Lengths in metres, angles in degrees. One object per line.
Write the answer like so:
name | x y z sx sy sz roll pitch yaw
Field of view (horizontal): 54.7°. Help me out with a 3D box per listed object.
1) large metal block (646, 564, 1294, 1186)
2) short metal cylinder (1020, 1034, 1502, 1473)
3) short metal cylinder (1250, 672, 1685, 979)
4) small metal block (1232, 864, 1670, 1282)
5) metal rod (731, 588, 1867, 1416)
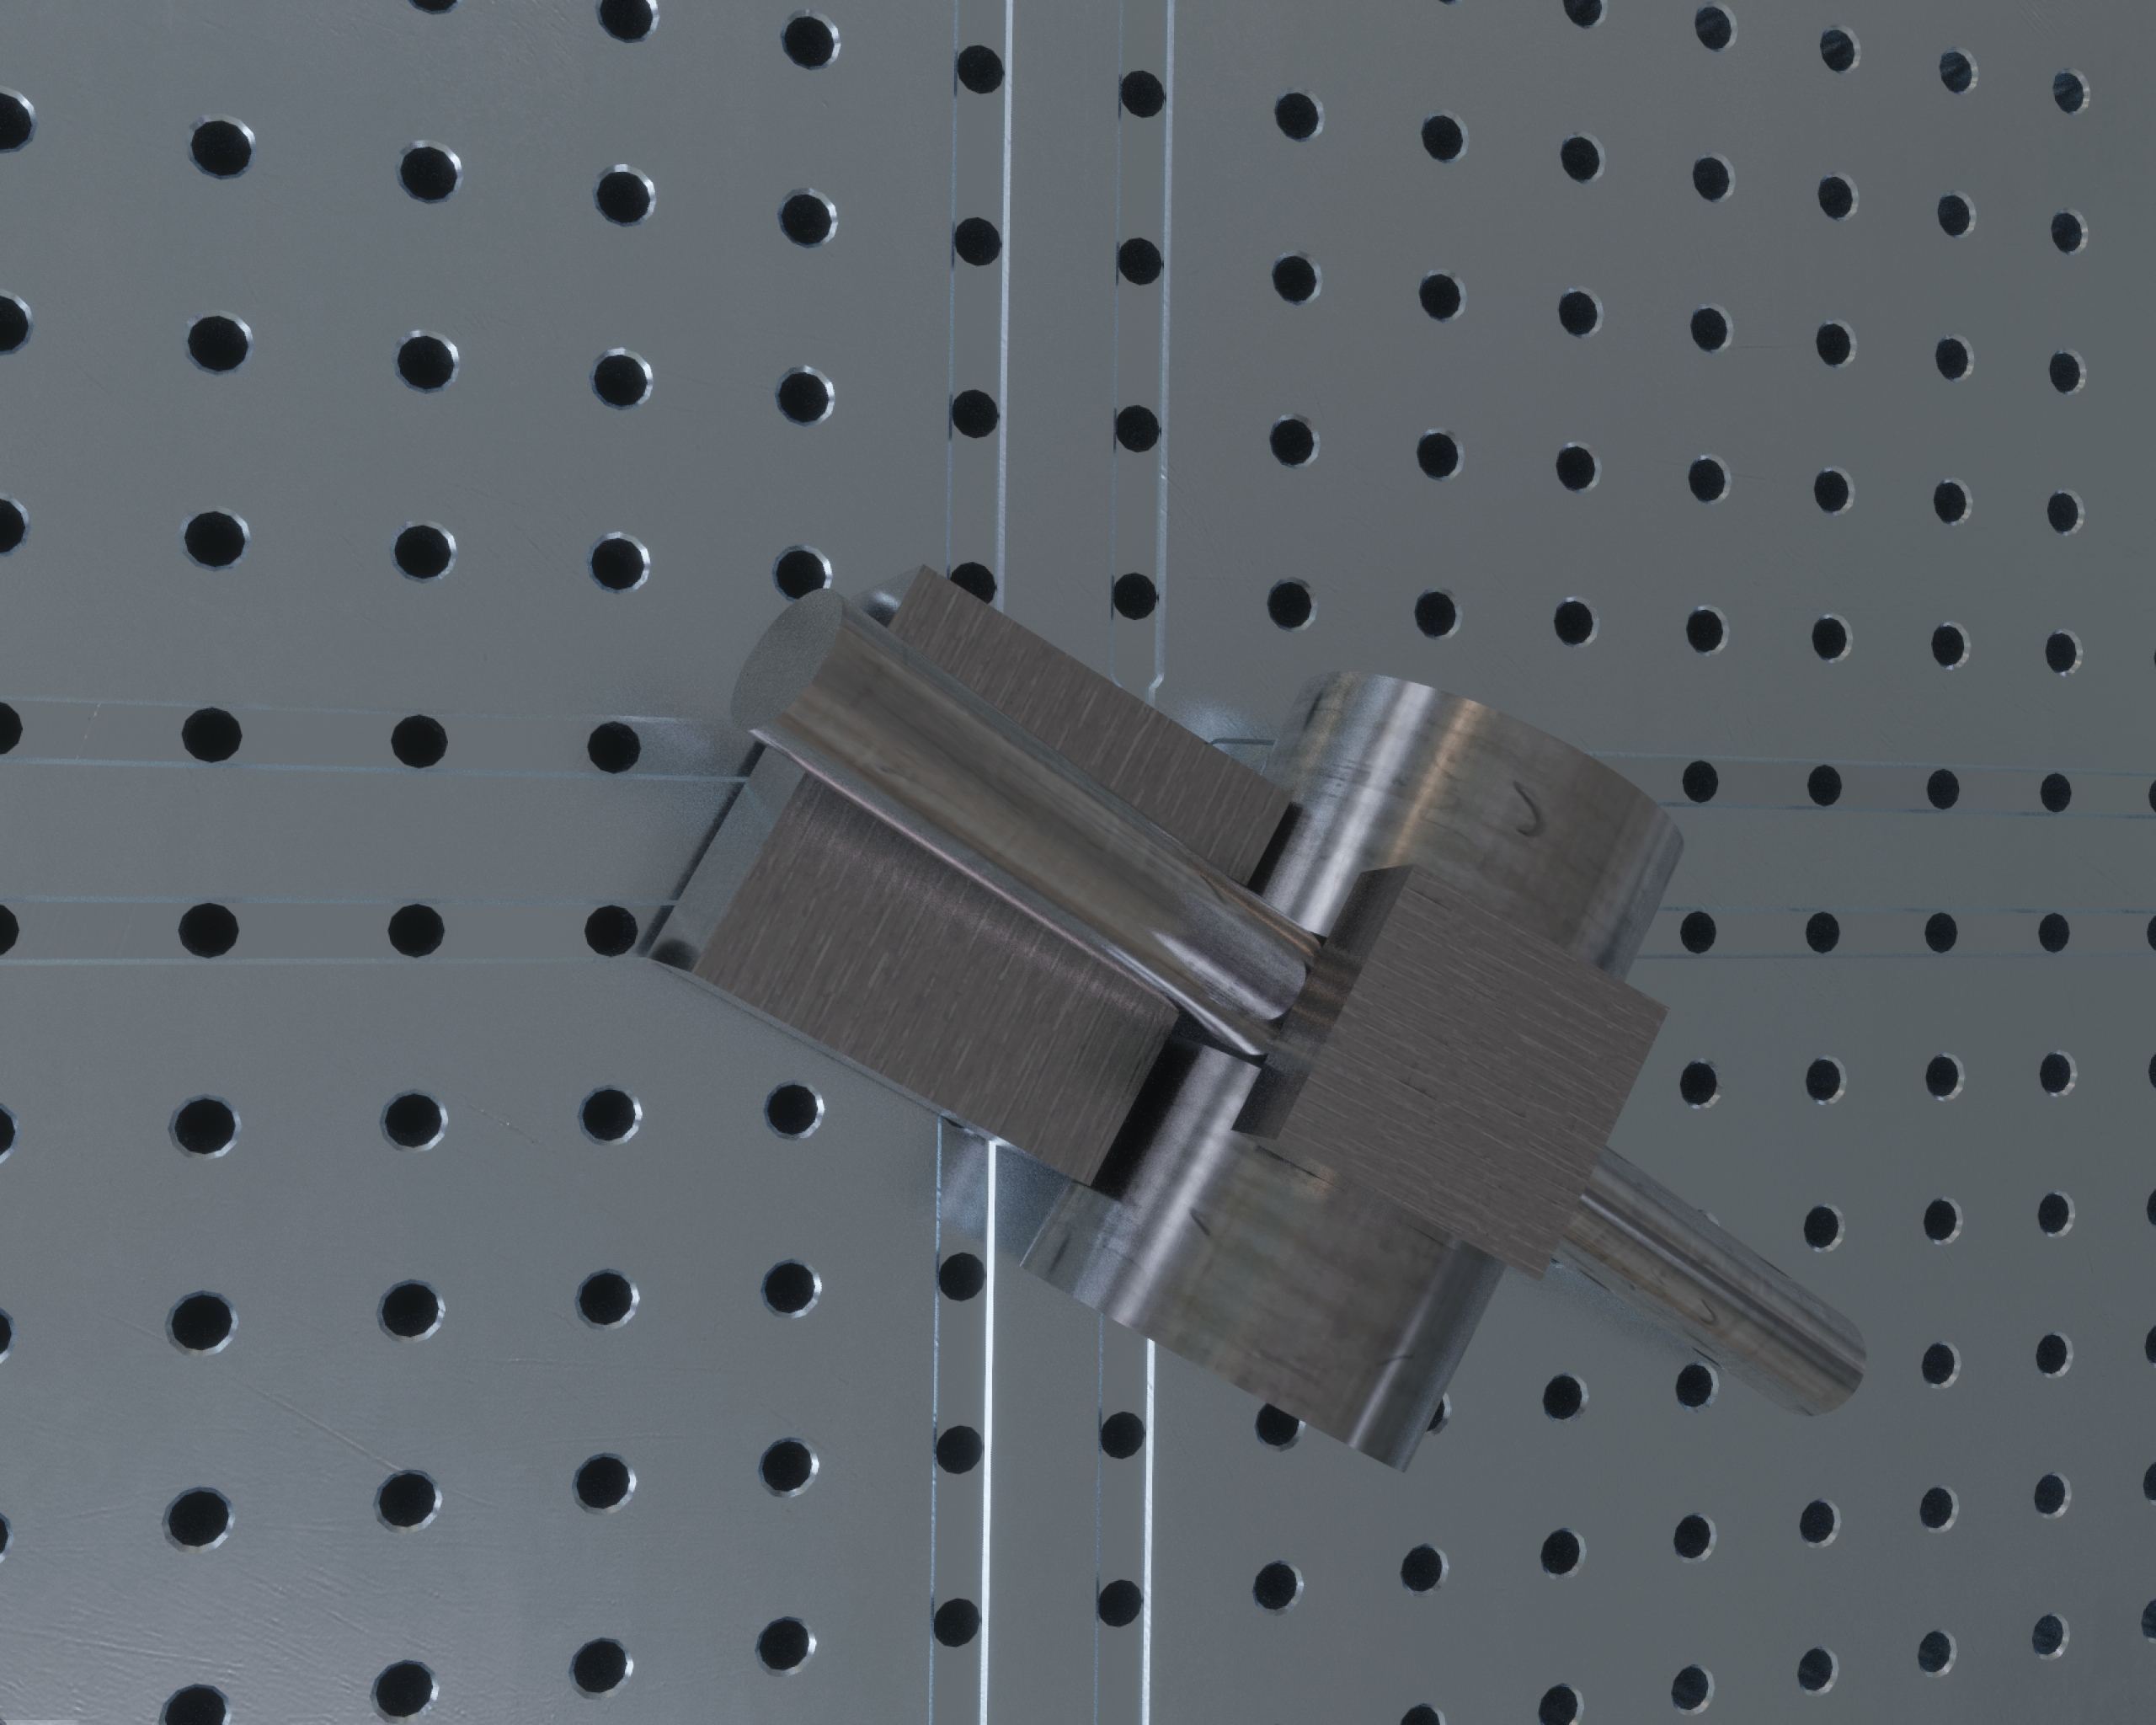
large metal block | -0.021 0.003 0.386 0.080 0.050 0.080 31 80 -18
short metal cylinder | 0.036 0.073 0.393 0.080 0.080 0.050 31 80 -18
short metal cylinder | 0.070 0.004 0.406 0.080 0.080 0.050 29 81 -18
small metal block | 0.062 0.035 0.348 0.050 0.025 0.050 29 80 -9
metal rod | 0.061 0.041 0.390 0.301 0.025 0.025 34 79 -33
